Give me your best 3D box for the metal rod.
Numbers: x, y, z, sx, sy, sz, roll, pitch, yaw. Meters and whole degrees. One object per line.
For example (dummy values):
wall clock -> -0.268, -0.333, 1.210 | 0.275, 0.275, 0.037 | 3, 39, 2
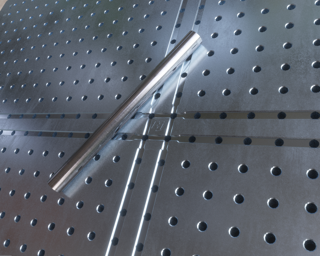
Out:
metal rod -> -0.048, -0.027, 0.450 | 0.300, 0.025, 0.025 | -47, 51, -5
